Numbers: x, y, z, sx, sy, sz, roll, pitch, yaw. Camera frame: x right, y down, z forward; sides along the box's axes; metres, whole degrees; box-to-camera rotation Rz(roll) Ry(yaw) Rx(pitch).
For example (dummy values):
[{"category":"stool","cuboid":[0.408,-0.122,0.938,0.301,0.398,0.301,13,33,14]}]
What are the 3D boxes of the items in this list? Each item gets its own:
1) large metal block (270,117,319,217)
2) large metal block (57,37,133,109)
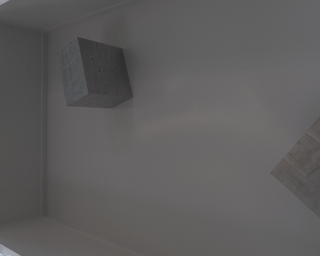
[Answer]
[{"category":"large metal block","cuboid":[0.148,0.020,0.249,0.050,0.081,0.080,47,118,30]},{"category":"large metal block","cuboid":[-0.093,-0.076,0.448,0.050,0.081,0.080,-21,77,38]}]
